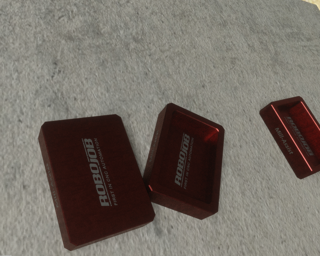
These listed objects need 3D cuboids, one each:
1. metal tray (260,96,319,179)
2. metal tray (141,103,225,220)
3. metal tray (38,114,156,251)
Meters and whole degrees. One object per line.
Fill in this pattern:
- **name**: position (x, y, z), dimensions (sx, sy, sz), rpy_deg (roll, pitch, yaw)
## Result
- **metal tray**: position (0.236, 0.012, 0.523), dimensions (0.091, 0.030, 0.130), rpy_deg (-13, 68, -34)
- **metal tray**: position (0.033, 0.039, 0.395), dimensions (0.090, 0.030, 0.130), rpy_deg (24, 53, -14)
- **metal tray**: position (-0.069, 0.051, 0.333), dimensions (0.091, 0.030, 0.130), rpy_deg (-8, 66, -32)
